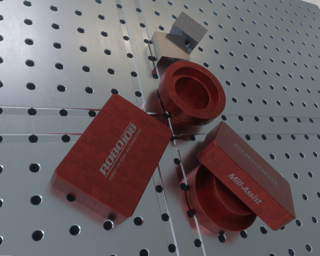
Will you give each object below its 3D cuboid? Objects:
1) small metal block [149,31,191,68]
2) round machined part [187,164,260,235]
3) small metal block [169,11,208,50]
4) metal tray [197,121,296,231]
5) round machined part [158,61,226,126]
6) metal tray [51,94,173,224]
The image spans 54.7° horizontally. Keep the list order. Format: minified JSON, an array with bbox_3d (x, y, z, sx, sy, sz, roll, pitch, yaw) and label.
[{"bbox_3d":[0.015,-0.122,0.490,0.050,0.025,0.050,1,61,-28],"label":"small metal block"},{"bbox_3d":[0.087,0.081,0.394,0.099,0.042,0.098,14,56,-21],"label":"round machined part"},{"bbox_3d":[0.046,-0.159,0.510,0.050,0.050,0.025,35,88,-5],"label":"small metal block"},{"bbox_3d":[0.111,0.056,0.397,0.130,0.030,0.090,43,25,0],"label":"metal tray"},{"bbox_3d":[0.042,-0.045,0.447,0.099,0.042,0.098,14,56,-21],"label":"round machined part"},{"bbox_3d":[-0.049,0.031,0.359,0.090,0.030,0.130,34,51,-6],"label":"metal tray"}]
